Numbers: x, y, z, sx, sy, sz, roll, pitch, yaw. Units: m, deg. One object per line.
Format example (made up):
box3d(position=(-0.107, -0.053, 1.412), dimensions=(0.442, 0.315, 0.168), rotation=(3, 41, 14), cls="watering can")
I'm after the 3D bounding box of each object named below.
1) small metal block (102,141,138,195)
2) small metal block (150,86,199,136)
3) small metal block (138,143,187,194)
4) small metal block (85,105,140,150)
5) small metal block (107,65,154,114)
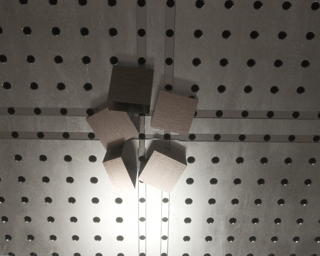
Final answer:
box3d(position=(-0.053, 0.053, 0.419), dimensions=(0.025, 0.050, 0.050), rotation=(-18, 109, 6), cls="small metal block")
box3d(position=(0.018, -0.022, 0.405), dimensions=(0.050, 0.025, 0.050), rotation=(13, 110, -6), cls="small metal block")
box3d(position=(0.003, 0.057, 0.434), dimensions=(0.050, 0.025, 0.050), rotation=(26, 108, -10), cls="small metal block")
box3d(position=(-0.061, -0.006, 0.410), dimensions=(0.050, 0.025, 0.050), rotation=(-27, 108, 9), cls="small metal block")
box3d(position=(-0.035, -0.047, 0.381), dimensions=(0.050, 0.025, 0.050), rotation=(6, 66, -3), cls="small metal block")
